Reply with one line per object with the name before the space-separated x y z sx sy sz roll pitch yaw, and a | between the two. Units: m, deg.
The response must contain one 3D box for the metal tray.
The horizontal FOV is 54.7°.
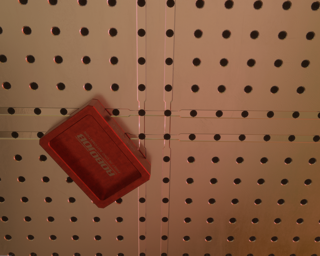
metal tray | -0.085 0.038 0.423 0.090 0.030 0.130 -34 107 11
